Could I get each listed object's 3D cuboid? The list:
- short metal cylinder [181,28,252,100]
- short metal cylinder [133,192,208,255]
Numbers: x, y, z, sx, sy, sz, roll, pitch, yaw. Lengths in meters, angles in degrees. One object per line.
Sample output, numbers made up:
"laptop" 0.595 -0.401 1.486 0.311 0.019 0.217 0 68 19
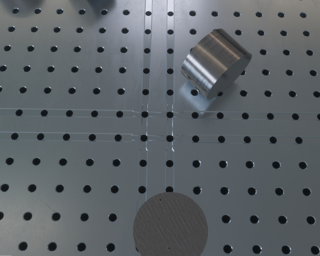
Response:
"short metal cylinder" 0.075 -0.084 0.414 0.080 0.080 0.050 -39 75 -13
"short metal cylinder" 0.011 0.117 0.355 0.081 0.050 0.080 0 70 0
